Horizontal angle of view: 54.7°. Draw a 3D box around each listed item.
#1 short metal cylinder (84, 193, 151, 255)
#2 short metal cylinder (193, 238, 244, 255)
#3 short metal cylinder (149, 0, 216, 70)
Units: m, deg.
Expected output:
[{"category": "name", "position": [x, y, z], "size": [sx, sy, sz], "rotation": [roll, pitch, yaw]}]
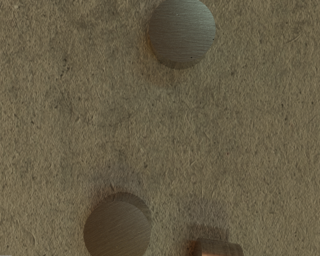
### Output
[{"category": "short metal cylinder", "position": [-0.052, 0.127, 0.397], "size": [0.081, 0.050, 0.080], "rotation": [0, 90, 0]}, {"category": "short metal cylinder", "position": [0.068, 0.181, 0.383], "size": [0.050, 0.080, 0.080], "rotation": [9, 90, 0]}, {"category": "short metal cylinder", "position": [0.027, -0.119, 0.397], "size": [0.081, 0.050, 0.080], "rotation": [0, 90, 0]}]
